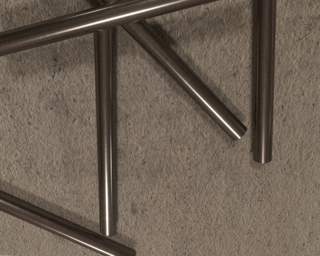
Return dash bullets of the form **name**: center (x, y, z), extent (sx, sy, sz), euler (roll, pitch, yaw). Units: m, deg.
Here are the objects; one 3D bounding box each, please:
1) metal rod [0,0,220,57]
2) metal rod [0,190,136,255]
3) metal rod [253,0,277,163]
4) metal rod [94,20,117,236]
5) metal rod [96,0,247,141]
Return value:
- **metal rod**: center (-0.045, -0.124, 0.335), extent (0.301, 0.025, 0.025), euler (-12, 110, 6)
- **metal rod**: center (-0.174, 0.134, 0.456), extent (0.301, 0.025, 0.025), euler (28, 107, -11)
- **metal rod**: center (0.127, -0.096, 0.376), extent (0.025, 0.025, 0.298), euler (-6, 110, 1)
- **metal rod**: center (-0.071, 0.014, 0.413), extent (0.025, 0.025, 0.298), euler (2, 110, -1)
- **metal rod**: center (0.001, -0.092, 0.375), extent (0.025, 0.025, 0.300), euler (-43, 105, 14)
